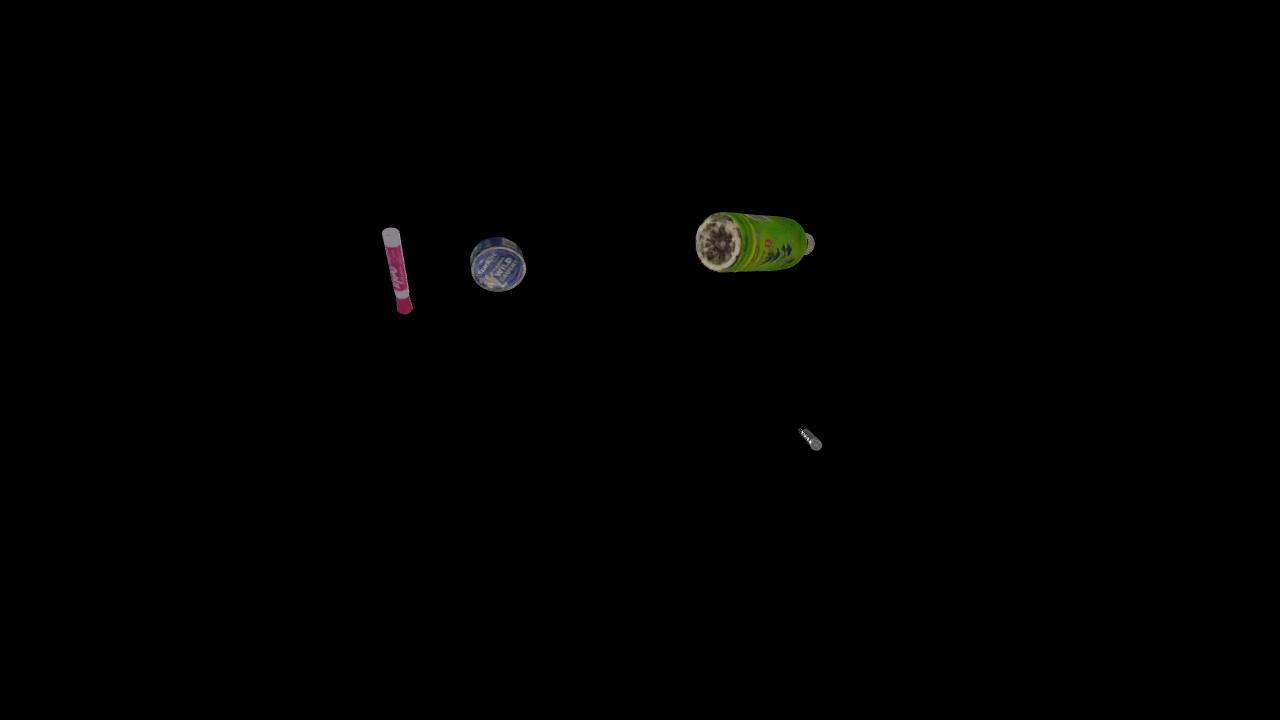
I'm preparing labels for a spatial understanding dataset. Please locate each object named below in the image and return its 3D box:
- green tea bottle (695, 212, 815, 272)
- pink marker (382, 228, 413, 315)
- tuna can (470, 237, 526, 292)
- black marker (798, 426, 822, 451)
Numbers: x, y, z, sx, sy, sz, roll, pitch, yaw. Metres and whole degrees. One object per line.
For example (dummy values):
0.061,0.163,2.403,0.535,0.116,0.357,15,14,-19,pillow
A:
0.159,-0.148,0.778,0.073,0.073,0.212,0,9,44,green tea bottle
-0.289,-0.103,0.737,0.020,0.020,0.121,0,-44,-10,pink marker
-0.223,-0.150,0.966,0.084,0.084,0.034,0,43,-21,tuna can
0.294,0.134,1.068,0.020,0.020,0.121,0,5,5,black marker
